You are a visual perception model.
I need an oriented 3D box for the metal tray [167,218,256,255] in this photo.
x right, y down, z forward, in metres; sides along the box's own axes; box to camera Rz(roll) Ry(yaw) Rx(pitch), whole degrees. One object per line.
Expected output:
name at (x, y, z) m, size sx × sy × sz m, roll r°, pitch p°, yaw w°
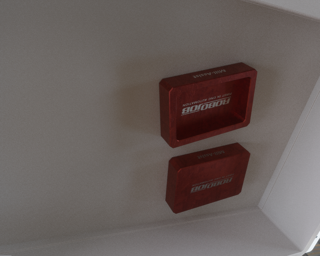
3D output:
metal tray at (0.090, 0.213, 0.549) m, size 0.131 × 0.090 × 0.030 m, roll -3°, pitch 120°, yaw -27°

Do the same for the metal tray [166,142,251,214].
metal tray at (0.076, 0.079, 0.496) m, size 0.131 × 0.030 × 0.089 m, roll -10°, pitch 123°, yaw -23°

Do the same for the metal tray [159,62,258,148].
metal tray at (0.065, -0.032, 0.420) m, size 0.131 × 0.030 × 0.089 m, roll -15°, pitch 125°, yaw -20°
